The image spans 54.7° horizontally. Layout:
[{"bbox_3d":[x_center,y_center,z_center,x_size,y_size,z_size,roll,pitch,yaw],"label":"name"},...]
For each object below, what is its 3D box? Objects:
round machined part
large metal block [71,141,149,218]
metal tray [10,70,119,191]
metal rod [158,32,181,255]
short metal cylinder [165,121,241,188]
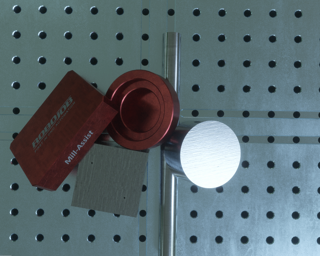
[{"bbox_3d":[-0.020,-0.022,0.392,0.098,0.042,0.097,0,89,25],"label":"round machined part"},{"bbox_3d":[-0.061,0.062,0.400,0.080,0.050,0.080,10,90,0],"label":"large metal block"},{"bbox_3d":[-0.121,0.001,0.385,0.130,0.030,0.090,-52,52,0],"label":"metal tray"},{"bbox_3d":[0.013,0.024,0.414,0.025,0.025,0.298,1,90,0],"label":"metal rod"},{"bbox_3d":[0.052,0.031,0.388,0.081,0.050,0.079,0,90,-20],"label":"short metal cylinder"}]
